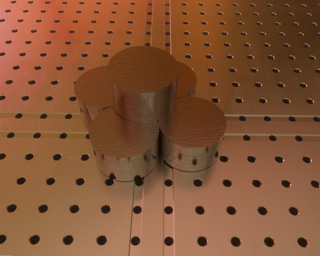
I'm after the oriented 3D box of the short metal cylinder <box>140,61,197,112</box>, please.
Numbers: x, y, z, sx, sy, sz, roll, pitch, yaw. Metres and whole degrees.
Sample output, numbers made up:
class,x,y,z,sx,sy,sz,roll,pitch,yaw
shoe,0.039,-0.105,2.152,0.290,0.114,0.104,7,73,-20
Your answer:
class,x,y,z,sx,sy,sz,roll,pitch,yaw
short metal cylinder,0.009,-0.051,0.433,0.081,0.050,0.080,0,50,0

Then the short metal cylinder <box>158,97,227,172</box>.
class,x,y,z,sx,sy,sz,roll,pitch,yaw
short metal cylinder,0.038,0.007,0.385,0.081,0.050,0.080,0,50,0

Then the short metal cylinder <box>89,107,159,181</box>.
class,x,y,z,sx,sy,sz,roll,pitch,yaw
short metal cylinder,-0.041,0.017,0.375,0.081,0.050,0.080,0,50,0

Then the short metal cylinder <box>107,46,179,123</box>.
class,x,y,z,sx,sy,sz,roll,pitch,yaw
short metal cylinder,-0.020,-0.053,0.368,0.081,0.050,0.080,1,51,-1

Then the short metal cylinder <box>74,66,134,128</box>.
class,x,y,z,sx,sy,sz,roll,pitch,yaw
short metal cylinder,-0.071,-0.040,0.423,0.081,0.050,0.080,0,50,0
